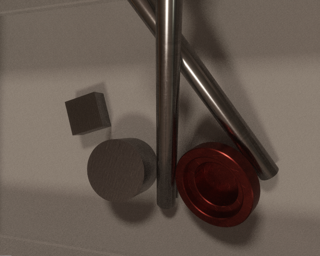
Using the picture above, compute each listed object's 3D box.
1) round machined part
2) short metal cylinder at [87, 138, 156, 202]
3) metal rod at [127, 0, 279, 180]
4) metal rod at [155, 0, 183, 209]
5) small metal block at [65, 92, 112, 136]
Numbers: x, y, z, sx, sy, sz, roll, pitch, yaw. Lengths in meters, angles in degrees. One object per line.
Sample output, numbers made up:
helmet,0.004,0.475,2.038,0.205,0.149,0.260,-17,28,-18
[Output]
round machined part,0.070,0.062,0.364,0.098,0.042,0.097,15,116,34
short metal cylinder,-0.049,0.054,0.413,0.080,0.050,0.079,0,90,19
metal rod,0.038,-0.061,0.336,0.025,0.025,0.300,-35,102,16
metal rod,0.008,-0.030,0.334,0.025,0.025,0.298,12,122,19
small metal block,-0.103,-0.020,0.446,0.050,0.025,0.050,-16,85,19
